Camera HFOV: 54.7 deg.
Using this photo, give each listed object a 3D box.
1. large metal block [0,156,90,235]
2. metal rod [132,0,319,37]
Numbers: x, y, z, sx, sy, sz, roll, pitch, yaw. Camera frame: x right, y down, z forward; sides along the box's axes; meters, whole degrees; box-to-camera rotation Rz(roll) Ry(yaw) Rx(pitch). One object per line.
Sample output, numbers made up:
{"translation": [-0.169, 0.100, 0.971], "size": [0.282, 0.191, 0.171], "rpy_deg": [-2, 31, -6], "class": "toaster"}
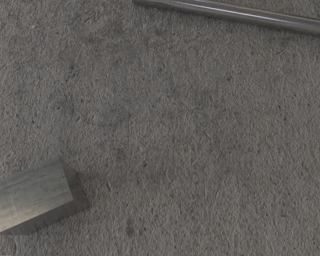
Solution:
{"translation": [-0.133, 0.079, 0.349], "size": [0.080, 0.080, 0.050], "rpy_deg": [-23, 72, -8], "class": "large metal block"}
{"translation": [0.107, -0.177, 0.473], "size": [0.302, 0.025, 0.025], "rpy_deg": [12, 71, 4], "class": "metal rod"}
